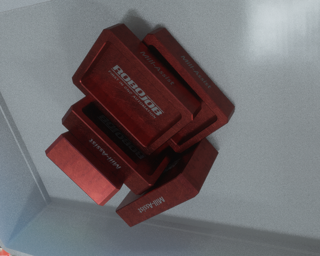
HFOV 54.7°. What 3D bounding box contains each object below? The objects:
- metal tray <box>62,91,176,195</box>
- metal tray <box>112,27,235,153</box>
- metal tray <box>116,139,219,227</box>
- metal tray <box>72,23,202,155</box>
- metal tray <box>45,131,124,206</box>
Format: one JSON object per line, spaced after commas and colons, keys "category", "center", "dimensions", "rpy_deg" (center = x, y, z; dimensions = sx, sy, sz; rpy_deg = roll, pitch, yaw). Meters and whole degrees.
{"category": "metal tray", "center": [-0.045, 0.009, 0.391], "dimensions": [0.130, 0.090, 0.030], "rpy_deg": [45, 129, -3]}
{"category": "metal tray", "center": [0.013, -0.041, 0.372], "dimensions": [0.130, 0.030, 0.090], "rpy_deg": [48, 130, -5]}
{"category": "metal tray", "center": [0.008, 0.070, 0.402], "dimensions": [0.030, 0.090, 0.129], "rpy_deg": [49, 128, -6]}
{"category": "metal tray", "center": [-0.029, -0.040, 0.353], "dimensions": [0.130, 0.030, 0.090], "rpy_deg": [45, 129, -3]}
{"category": "metal tray", "center": [-0.083, 0.039, 0.406], "dimensions": [0.090, 0.130, 0.030], "rpy_deg": [45, 99, -3]}
